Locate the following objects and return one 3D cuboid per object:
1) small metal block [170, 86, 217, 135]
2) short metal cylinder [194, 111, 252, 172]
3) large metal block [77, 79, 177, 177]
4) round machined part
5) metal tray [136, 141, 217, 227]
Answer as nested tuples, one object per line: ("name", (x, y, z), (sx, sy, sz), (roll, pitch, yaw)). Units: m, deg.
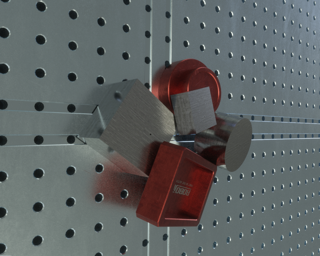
("small metal block", (0.043, -0.022, 0.385), (0.050, 0.025, 0.050), (-20, 100, -49))
("short metal cylinder", (0.094, 0.019, 0.457), (0.081, 0.050, 0.079), (-23, 121, -45))
("large metal block", (-0.034, 0.001, 0.364), (0.080, 0.050, 0.080), (43, 64, -32))
("round machined part", (0.049, -0.050, 0.439), (0.099, 0.042, 0.097), (0, 90, -40))
("metal tray", (0.028, 0.076, 0.392), (0.130, 0.030, 0.090), (32, 76, -59))
